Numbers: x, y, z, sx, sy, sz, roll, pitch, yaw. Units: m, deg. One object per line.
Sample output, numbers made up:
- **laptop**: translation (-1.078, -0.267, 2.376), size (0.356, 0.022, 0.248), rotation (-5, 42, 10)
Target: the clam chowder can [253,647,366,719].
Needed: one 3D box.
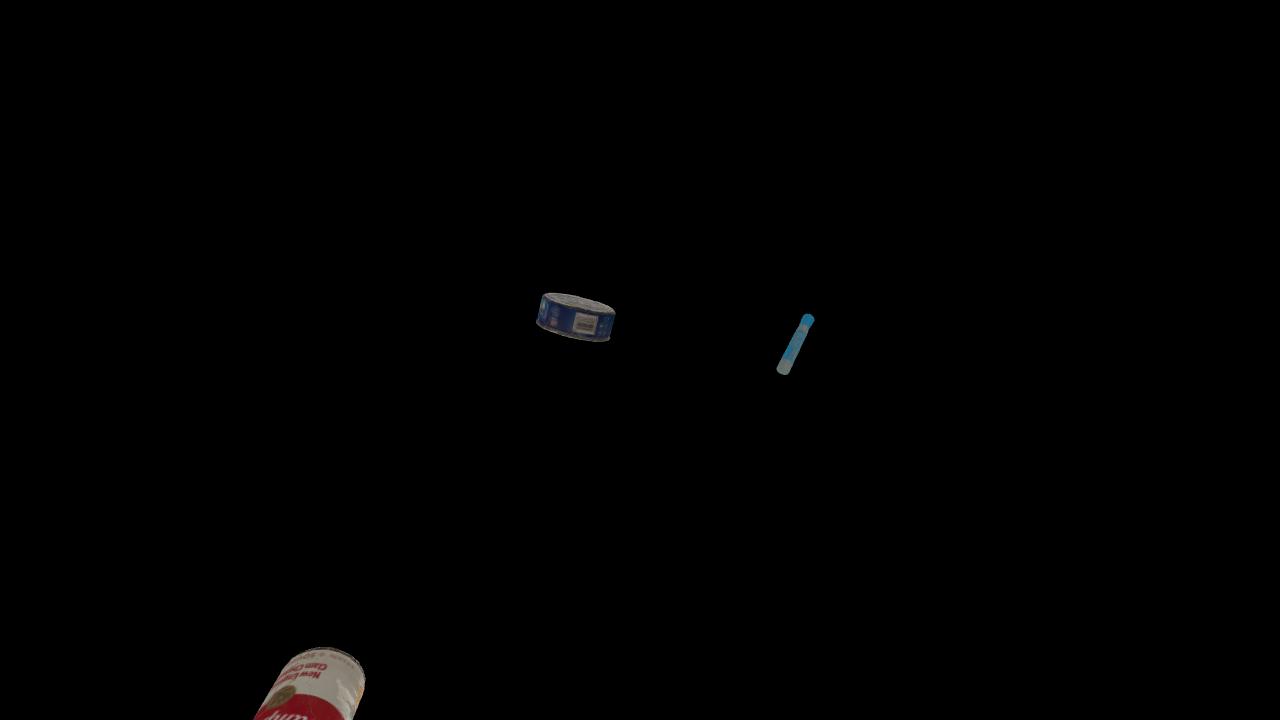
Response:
- **clam chowder can**: translation (-0.251, 0.274, 0.454), size (0.068, 0.068, 0.102), rotation (0, 13, -8)

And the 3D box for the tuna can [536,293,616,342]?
- **tuna can**: translation (-0.070, -0.048, 0.678), size (0.084, 0.034, 0.084), rotation (13, 13, -3)

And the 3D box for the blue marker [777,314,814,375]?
- **blue marker**: translation (0.231, -0.026, 0.907), size (0.020, 0.020, 0.121), rotation (0, 43, 40)
